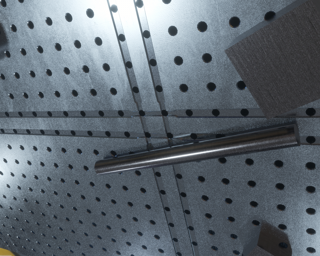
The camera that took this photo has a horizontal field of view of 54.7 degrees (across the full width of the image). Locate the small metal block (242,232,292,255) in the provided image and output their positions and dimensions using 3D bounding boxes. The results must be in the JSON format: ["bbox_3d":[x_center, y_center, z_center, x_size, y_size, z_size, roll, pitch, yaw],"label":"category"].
[{"bbox_3d":[0.152,0.185,0.445,0.050,0.025,0.050,30,128,8],"label":"small metal block"}]

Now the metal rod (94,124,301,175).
[{"bbox_3d":[0.026,0.036,0.418,0.300,0.025,0.025,-13,112,33],"label":"metal rod"}]

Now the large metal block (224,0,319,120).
[{"bbox_3d":[0.121,-0.066,0.290,0.080,0.050,0.080,-27,104,37],"label":"large metal block"}]
